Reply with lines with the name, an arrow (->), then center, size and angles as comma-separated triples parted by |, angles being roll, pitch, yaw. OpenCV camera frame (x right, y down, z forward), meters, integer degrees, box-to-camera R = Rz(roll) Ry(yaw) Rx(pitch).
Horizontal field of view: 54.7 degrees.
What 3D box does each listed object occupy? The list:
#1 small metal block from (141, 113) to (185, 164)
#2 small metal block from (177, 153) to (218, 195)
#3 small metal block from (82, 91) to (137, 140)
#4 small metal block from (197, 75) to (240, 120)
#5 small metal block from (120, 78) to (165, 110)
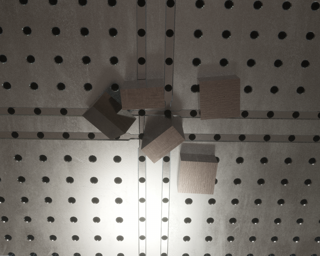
small metal block -> 0.004, 0.012, 0.405 | 0.050, 0.050, 0.025 | -38, 106, 12
small metal block -> 0.052, 0.065, 0.438 | 0.050, 0.025, 0.050 | 4, 110, -2
small metal block -> -0.065, -0.014, 0.392 | 0.050, 0.050, 0.025 | 42, 63, -14
small metal block -> 0.075, -0.040, 0.400 | 0.050, 0.025, 0.050 | -5, 110, 1
small metal block -> -0.020, -0.043, 0.384 | 0.050, 0.050, 0.025 | -4, 110, 1
